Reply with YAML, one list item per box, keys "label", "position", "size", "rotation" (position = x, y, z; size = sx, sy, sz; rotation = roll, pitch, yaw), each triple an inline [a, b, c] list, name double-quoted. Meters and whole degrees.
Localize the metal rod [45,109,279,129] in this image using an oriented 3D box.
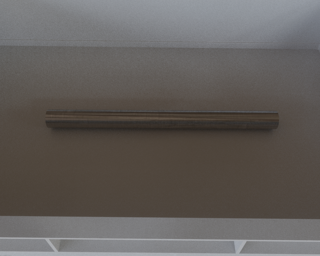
- label: "metal rod"
  position: [0.003, -0.012, 0.412]
  size: [0.302, 0.025, 0.025]
  rotation: [0, 50, 0]
